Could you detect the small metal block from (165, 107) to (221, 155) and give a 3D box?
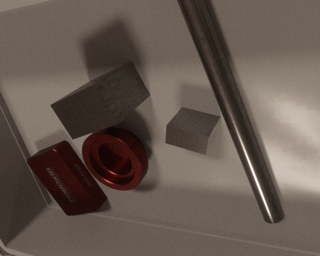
[{"bbox_3d":[0.040,0.002,0.372,0.050,0.050,0.025,16,125,19],"label":"small metal block"}]

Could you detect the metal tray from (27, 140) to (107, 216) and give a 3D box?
[{"bbox_3d":[-0.164,0.092,0.546,0.090,0.030,0.130,-20,108,35],"label":"metal tray"}]

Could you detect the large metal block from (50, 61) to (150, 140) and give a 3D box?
[{"bbox_3d":[-0.072,-0.035,0.388,0.080,0.080,0.050,-17,110,34],"label":"large metal block"}]

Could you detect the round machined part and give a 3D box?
[{"bbox_3d":[-0.061,0.040,0.453,0.098,0.042,0.097,13,124,20],"label":"round machined part"}]

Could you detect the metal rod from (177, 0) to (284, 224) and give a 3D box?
[{"bbox_3d":[0.086,-0.013,0.354,0.025,0.025,0.299,-13,112,33],"label":"metal rod"}]
